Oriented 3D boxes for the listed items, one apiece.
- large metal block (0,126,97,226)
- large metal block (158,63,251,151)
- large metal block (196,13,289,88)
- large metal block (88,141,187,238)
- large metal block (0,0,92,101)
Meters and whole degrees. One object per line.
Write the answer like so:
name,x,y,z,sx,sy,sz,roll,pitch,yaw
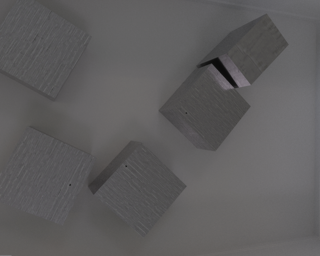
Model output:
large metal block,-0.130,0.051,0.350,0.080,0.050,0.080,28,81,-18
large metal block,0.060,-0.026,0.419,0.080,0.050,0.080,44,76,-15
large metal block,0.109,-0.098,0.421,0.080,0.080,0.050,-45,104,-14
large metal block,-0.029,0.073,0.387,0.080,0.050,0.080,46,76,-15
large metal block,-0.135,-0.086,0.347,0.080,0.050,0.080,30,80,-18
